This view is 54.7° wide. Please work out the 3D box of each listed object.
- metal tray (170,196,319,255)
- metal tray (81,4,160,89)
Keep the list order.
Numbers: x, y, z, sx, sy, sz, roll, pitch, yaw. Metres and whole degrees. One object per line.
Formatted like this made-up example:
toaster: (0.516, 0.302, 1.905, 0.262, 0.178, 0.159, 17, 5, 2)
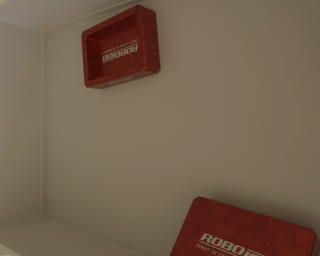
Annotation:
metal tray: (0.078, 0.129, 0.309, 0.130, 0.030, 0.090, 8, 61, 39)
metal tray: (-0.062, -0.113, 0.454, 0.130, 0.030, 0.089, -8, 85, 39)
